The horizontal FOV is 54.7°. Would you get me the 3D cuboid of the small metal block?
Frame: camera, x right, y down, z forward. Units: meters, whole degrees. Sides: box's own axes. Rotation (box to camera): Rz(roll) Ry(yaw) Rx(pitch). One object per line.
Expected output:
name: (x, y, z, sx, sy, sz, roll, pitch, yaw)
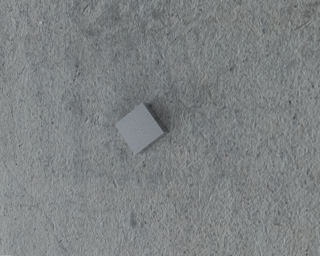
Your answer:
small metal block: (-0.024, 0.001, 0.418, 0.050, 0.025, 0.050, -38, 78, 15)
